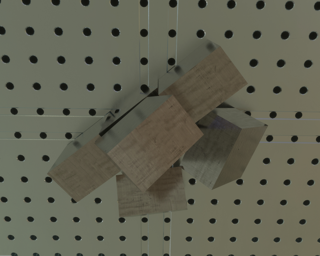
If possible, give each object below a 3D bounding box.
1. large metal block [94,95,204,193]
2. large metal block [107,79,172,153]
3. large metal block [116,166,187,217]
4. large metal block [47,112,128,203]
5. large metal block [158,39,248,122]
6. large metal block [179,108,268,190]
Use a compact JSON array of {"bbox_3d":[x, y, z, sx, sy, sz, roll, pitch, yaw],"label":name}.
[{"bbox_3d":[-0.015,0.012,0.321,0.080,0.080,0.050,-43,106,-12],"label":"large metal block"},{"bbox_3d":[-0.009,-0.003,0.400,0.080,0.050,0.080,-37,106,12],"label":"large metal block"},{"bbox_3d":[-0.007,0.087,0.408,0.080,0.080,0.050,-8,74,3],"label":"large metal block"},{"bbox_3d":[-0.084,0.034,0.395,0.080,0.080,0.050,-36,106,12],"label":"large metal block"},{"bbox_3d":[0.045,-0.055,0.364,0.080,0.080,0.050,-37,106,12],"label":"large metal block"},{"bbox_3d":[0.080,0.022,0.385,0.050,0.081,0.080,34,113,32],"label":"large metal block"}]
